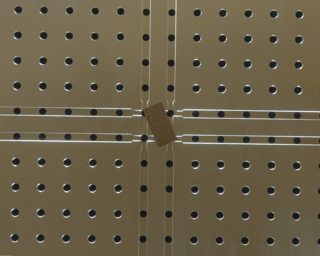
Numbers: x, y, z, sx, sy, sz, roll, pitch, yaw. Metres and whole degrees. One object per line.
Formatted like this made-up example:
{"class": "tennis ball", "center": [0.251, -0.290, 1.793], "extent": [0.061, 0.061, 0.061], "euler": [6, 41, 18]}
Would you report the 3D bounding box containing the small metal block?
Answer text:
{"class": "small metal block", "center": [0.000, -0.004, 0.401], "extent": [0.025, 0.050, 0.050], "euler": [-22, 91, 0]}
